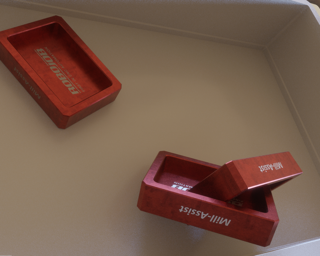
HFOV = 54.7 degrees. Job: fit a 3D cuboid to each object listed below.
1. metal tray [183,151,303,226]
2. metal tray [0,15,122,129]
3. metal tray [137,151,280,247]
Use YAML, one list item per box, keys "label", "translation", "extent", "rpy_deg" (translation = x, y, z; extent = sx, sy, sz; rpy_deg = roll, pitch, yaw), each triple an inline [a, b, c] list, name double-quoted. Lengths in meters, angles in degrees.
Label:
- label: "metal tray"
  translation: [0.093, 0.067, 0.354]
  extent: [0.131, 0.090, 0.030]
  rpy_deg: [-2, 56, -43]
- label: "metal tray"
  translation: [-0.122, -0.072, 0.380]
  extent: [0.130, 0.030, 0.091]
  rpy_deg: [48, 51, 6]
- label: "metal tray"
  translation: [0.051, 0.069, 0.330]
  extent: [0.131, 0.030, 0.090]
  rpy_deg: [15, 19, 7]
